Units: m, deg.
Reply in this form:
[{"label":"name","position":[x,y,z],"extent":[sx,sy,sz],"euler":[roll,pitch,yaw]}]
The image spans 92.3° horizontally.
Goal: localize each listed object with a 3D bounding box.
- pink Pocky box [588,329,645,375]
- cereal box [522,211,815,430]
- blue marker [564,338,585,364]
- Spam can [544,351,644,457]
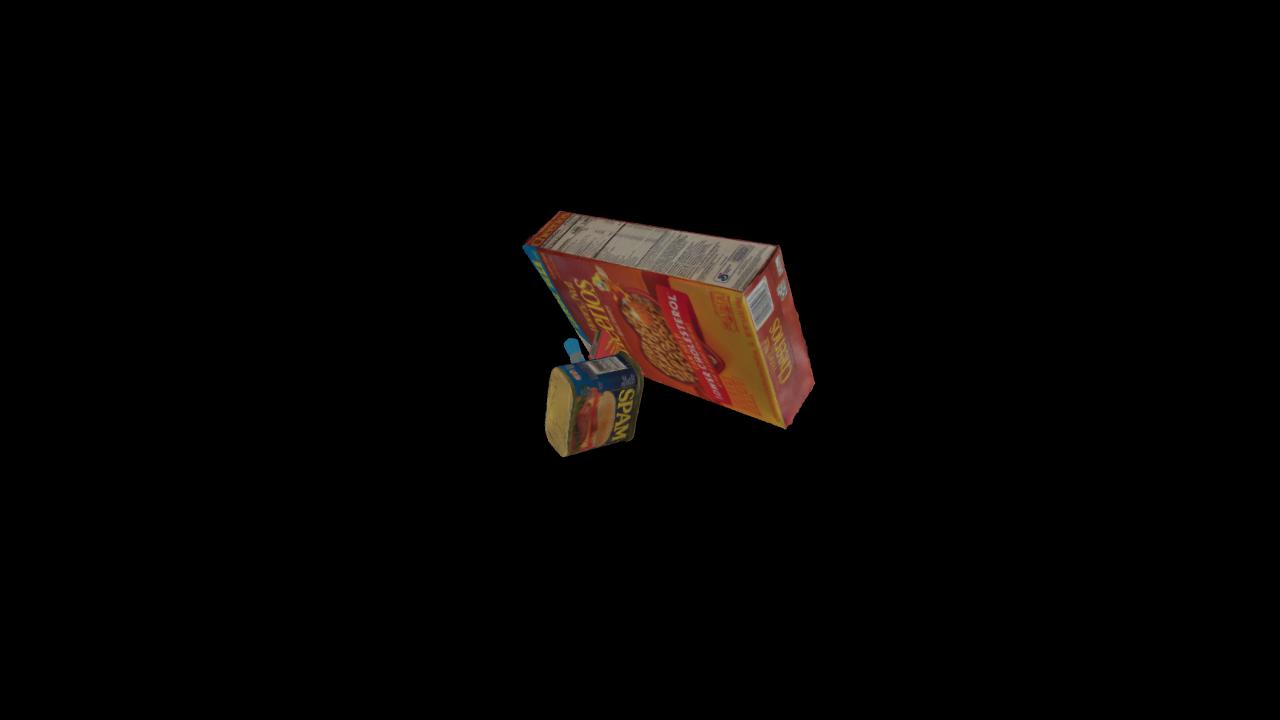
[{"label":"pink Pocky box","position":[-0.002,-0.060,0.741],"extent":[0.084,0.155,0.029],"euler":[11,16,-24]},{"label":"cereal box","position":[0.028,-0.051,0.688],"extent":[0.306,0.081,0.203],"euler":[19,-30,38]},{"label":"blue marker","position":[-0.068,0.017,0.736],"extent":[0.020,0.020,0.121],"euler":[0,44,-28]},{"label":"Spam can","position":[-0.051,0.047,0.657],"extent":[0.085,0.101,0.058],"euler":[-11,36,-32]}]
